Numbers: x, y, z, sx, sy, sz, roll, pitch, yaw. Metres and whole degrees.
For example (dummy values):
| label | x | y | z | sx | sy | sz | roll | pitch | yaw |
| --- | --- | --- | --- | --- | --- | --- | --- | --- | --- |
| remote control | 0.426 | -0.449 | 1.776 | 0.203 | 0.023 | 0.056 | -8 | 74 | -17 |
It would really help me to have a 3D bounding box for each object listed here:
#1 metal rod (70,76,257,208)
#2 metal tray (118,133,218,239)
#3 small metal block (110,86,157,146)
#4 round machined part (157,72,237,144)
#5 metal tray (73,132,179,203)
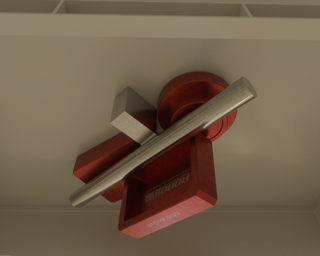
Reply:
| label | x | y | z | sx | sy | sz | roll | pitch | yaw |
| --- | --- | --- | --- | --- | --- | --- | --- | --- | --- |
| metal rod | -0.017 | 0.033 | 0.383 | 0.299 | 0.025 | 0.025 | -35 | 123 | 30 |
| metal tray | 0.006 | 0.069 | 0.374 | 0.030 | 0.090 | 0.130 | 34 | 128 | -29 |
| small metal block | -0.030 | -0.015 | 0.378 | 0.025 | 0.050 | 0.050 | -37 | 121 | 27 |
| round machined part | 0.046 | -0.017 | 0.382 | 0.099 | 0.042 | 0.097 | -1 | 130 | 0 |
| metal tray | -0.047 | 0.053 | 0.449 | 0.130 | 0.030 | 0.090 | -28 | 125 | 21 |
